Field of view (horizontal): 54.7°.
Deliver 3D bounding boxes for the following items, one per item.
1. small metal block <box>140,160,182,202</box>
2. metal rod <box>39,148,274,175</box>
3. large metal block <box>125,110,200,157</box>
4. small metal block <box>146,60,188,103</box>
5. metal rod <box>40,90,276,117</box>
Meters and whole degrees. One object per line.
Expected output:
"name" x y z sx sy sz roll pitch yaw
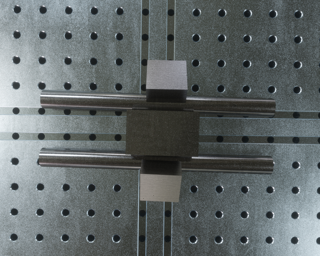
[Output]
"small metal block" 0.001 0.068 0.398 0.050 0.025 0.050 3 128 -1
"metal rod" -0.004 0.044 0.410 0.302 0.025 0.025 2 90 -1
"large metal block" 0.003 0.006 0.381 0.081 0.080 0.050 2 90 0
"small metal block" 0.008 -0.060 0.398 0.050 0.025 0.050 1 56 -1
"metal rod" -0.002 -0.032 0.409 0.302 0.025 0.025 2 90 -1
